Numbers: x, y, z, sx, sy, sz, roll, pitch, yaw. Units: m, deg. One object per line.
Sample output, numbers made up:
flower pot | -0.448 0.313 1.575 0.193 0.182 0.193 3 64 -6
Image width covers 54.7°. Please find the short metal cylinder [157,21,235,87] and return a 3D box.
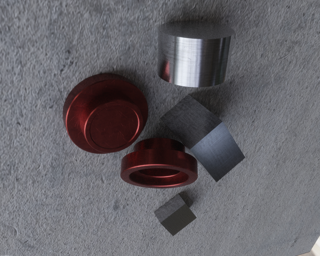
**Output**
short metal cylinder | 0.038 -0.084 0.341 0.081 0.080 0.050 -12 124 -22

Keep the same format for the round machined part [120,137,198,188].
round machined part | -0.001 0.045 0.404 0.099 0.042 0.098 1 153 1

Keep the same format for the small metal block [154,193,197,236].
small metal block | 0.026 0.144 0.512 0.050 0.025 0.050 -37 130 -4

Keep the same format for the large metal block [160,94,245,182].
large metal block | 0.056 0.013 0.412 0.050 0.080 0.080 -41 130 -1

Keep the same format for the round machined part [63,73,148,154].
round machined part | -0.058 -0.010 0.359 0.099 0.042 0.097 -14 125 -21
